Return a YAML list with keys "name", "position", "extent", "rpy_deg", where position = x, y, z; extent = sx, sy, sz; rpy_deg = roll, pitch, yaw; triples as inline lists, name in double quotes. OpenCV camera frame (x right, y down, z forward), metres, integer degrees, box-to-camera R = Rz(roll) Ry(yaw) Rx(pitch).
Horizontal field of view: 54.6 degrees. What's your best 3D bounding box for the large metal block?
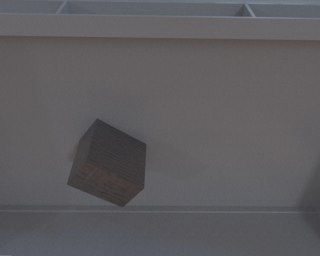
- name: "large metal block"
  position: [-0.067, 0.046, 0.411]
  extent: [0.080, 0.080, 0.050]
  rpy_deg: [29, 124, -23]
